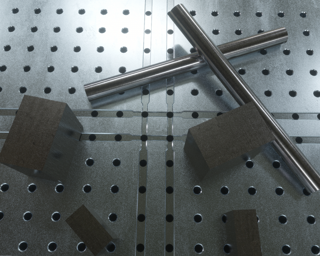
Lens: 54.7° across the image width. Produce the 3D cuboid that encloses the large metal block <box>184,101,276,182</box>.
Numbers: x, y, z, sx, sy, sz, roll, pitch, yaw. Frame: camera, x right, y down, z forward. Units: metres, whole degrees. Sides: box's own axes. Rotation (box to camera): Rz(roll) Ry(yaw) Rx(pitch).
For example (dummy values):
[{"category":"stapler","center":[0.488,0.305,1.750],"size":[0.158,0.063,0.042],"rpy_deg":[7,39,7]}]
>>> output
[{"category":"large metal block","center":[0.079,0.020,0.376],"size":[0.080,0.080,0.050],"rpy_deg":[-23,72,-8]}]

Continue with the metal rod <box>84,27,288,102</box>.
[{"category":"metal rod","center":[0.041,-0.093,0.445],"size":[0.302,0.025,0.025],"rpy_deg":[-18,71,-7]}]

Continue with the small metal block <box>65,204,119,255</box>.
[{"category":"small metal block","center":[-0.076,0.117,0.355],"size":[0.025,0.050,0.050],"rpy_deg":[-43,76,-14]}]

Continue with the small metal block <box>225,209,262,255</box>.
[{"category":"small metal block","center":[0.094,0.121,0.355],"size":[0.025,0.050,0.050],"rpy_deg":[-2,70,-1]}]

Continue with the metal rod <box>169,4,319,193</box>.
[{"category":"metal rod","center":[0.109,-0.045,0.410],"size":[0.025,0.025,0.299],"rpy_deg":[-34,80,-12]}]

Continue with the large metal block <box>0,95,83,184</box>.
[{"category":"large metal block","center":[-0.138,0.017,0.375],"size":[0.050,0.080,0.080],"rpy_deg":[12,71,4]}]
